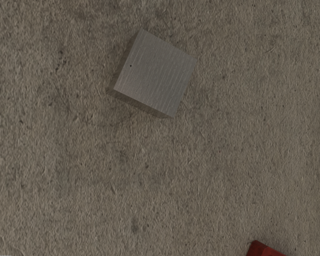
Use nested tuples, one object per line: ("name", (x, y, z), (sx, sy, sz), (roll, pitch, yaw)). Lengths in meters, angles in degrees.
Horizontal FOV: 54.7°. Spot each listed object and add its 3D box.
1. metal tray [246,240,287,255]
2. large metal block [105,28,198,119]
("metal tray", (0.155, 0.248, 0.463), (0.090, 0.030, 0.130), (31, 80, -18))
("large metal block", (-0.012, -0.065, 0.391), (0.080, 0.050, 0.080), (25, 82, -19))
